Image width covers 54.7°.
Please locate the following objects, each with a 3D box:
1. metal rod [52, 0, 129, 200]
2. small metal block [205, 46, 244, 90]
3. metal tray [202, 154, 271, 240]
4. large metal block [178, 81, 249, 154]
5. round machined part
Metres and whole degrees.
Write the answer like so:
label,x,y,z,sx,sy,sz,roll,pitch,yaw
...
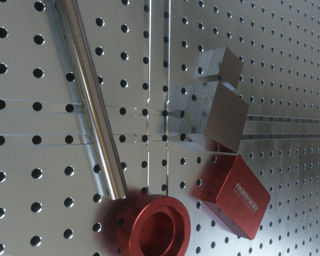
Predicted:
label,x,y,z,sx,sy,sz,roll,pitch,yaw
metal rod,-0.083,-0.063,0.340,0.025,0.025,0.298,-22,104,-38
small metal block,0.105,-0.094,0.500,0.050,0.025,0.050,30,71,-36
metal tray,0.132,0.117,0.520,0.130,0.030,0.090,48,62,-30
large metal block,0.082,-0.014,0.464,0.080,0.050,0.080,28,72,-37
round machined part,-0.010,0.133,0.392,0.099,0.042,0.097,0,90,-40
